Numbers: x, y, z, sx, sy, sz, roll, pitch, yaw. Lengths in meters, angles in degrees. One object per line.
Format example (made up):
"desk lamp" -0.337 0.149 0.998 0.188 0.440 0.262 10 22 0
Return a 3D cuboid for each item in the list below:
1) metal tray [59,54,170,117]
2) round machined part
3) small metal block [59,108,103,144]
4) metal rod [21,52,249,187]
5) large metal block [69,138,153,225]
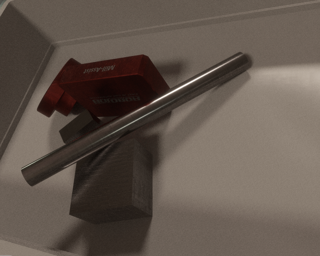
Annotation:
"metal tray" -0.058 -0.053 0.425 0.130 0.090 0.030 -2 61 27
"round machined part" -0.145 -0.057 0.484 0.098 0.042 0.098 -51 17 22
"small metal block" -0.103 0.008 0.437 0.050 0.050 0.025 -39 51 2
"metal rod" -0.022 -0.016 0.379 0.301 0.025 0.025 -29 51 -9
"large metal block" -0.056 0.067 0.377 0.080 0.050 0.080 -14 56 20
